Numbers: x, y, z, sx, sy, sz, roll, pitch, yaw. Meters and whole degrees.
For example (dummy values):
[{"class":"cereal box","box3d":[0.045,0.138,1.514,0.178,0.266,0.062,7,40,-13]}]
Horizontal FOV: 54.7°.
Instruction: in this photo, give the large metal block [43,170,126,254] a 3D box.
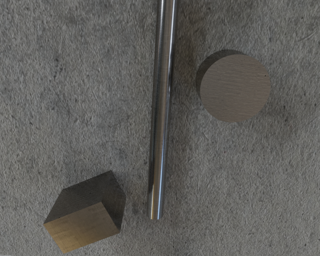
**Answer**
[{"class":"large metal block","box3d":[-0.097,0.111,0.420,0.080,0.080,0.050,-22,109,8]}]

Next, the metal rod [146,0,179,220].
[{"class":"metal rod","box3d":[0.001,-0.012,0.405,0.025,0.025,0.298,3,110,-1]}]

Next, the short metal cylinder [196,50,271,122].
[{"class":"short metal cylinder","box3d":[0.086,-0.052,0.378,0.081,0.050,0.079,0,110,0]}]
